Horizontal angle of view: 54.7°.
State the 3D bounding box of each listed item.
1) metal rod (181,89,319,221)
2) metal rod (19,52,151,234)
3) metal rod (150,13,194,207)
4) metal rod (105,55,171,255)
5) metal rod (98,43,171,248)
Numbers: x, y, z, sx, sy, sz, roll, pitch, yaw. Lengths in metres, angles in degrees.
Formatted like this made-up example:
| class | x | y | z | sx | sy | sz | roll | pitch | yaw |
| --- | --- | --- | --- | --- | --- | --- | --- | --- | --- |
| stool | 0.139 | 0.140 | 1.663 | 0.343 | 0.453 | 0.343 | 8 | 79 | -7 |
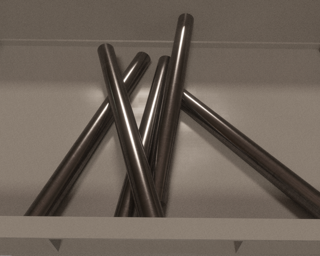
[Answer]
| class | x | y | z | sx | sy | sz | roll | pitch | yaw |
| --- | --- | --- | --- | --- | --- | --- | --- | --- | --- |
| metal rod | 0.118 | 0.036 | 0.376 | 0.025 | 0.025 | 0.300 | -33 | 58 | -25 |
| metal rod | -0.080 | -0.005 | 0.408 | 0.025 | 0.025 | 0.301 | 16 | 52 | 13 |
| metal rod | 0.018 | -0.045 | 0.414 | 0.025 | 0.025 | 0.300 | 7 | 59 | 6 |
| metal rod | -0.016 | 0.008 | 0.398 | 0.025 | 0.025 | 0.300 | 8 | 50 | 6 |
| metal rod | -0.042 | -0.007 | 0.376 | 0.025 | 0.025 | 0.300 | -12 | 51 | -10 |
